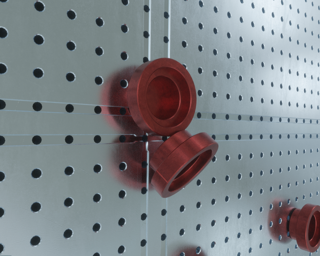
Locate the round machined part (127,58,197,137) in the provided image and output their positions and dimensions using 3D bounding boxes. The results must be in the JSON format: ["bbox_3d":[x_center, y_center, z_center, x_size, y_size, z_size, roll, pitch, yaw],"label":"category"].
[{"bbox_3d":[-0.002,-0.038,0.399,0.099,0.042,0.097,0,90,-40],"label":"round machined part"}]

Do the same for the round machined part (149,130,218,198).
[{"bbox_3d":[0.025,0.041,0.399,0.098,0.042,0.098,-37,156,-19],"label":"round machined part"}]

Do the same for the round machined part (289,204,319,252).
[{"bbox_3d":[0.312,0.210,0.663,0.099,0.042,0.097,-2,93,-42],"label":"round machined part"}]
